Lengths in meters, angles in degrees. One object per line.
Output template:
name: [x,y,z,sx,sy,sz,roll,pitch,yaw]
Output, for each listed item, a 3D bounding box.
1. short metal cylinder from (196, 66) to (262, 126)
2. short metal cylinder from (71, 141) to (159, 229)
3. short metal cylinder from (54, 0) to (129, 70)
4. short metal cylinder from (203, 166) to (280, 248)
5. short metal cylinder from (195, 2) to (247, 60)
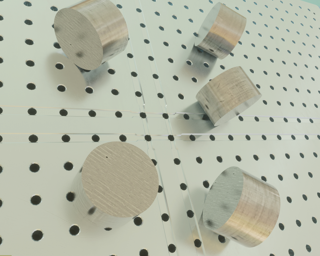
short metal cylinder: [0.100,-0.045,0.454,0.081,0.080,0.050,-22,74,-36]
short metal cylinder: [-0.048,0.061,0.329,0.081,0.050,0.080,14,56,-21]
short metal cylinder: [-0.088,-0.122,0.400,0.080,0.080,0.050,43,51,1]
short metal cylinder: [0.094,0.092,0.367,0.050,0.080,0.080,28,52,-11]
short metal cylinder: [0.101,-0.164,0.527,0.050,0.080,0.080,25,53,-13]
